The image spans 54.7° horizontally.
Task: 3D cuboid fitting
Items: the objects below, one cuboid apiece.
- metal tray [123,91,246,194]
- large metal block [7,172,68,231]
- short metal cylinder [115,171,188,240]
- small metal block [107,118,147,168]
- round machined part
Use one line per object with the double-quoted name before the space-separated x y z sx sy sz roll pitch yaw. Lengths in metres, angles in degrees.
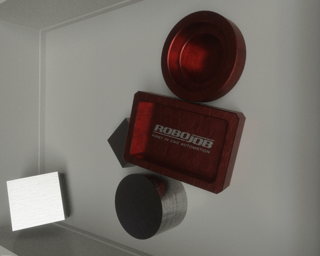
"metal tray" 0.024 0.012 0.364 0.130 0.030 0.089 16 100 26
"large metal block" -0.207 0.123 0.529 0.050 0.081 0.080 128 131 -75
"short metal cylinder" -0.012 0.096 0.398 0.080 0.050 0.079 0 90 39
"small metal block" -0.042 0.021 0.439 0.050 0.025 0.050 -47 62 29
"round machined part" 0.052 -0.078 0.352 0.098 0.042 0.097 0 90 39
